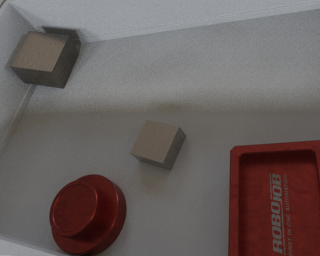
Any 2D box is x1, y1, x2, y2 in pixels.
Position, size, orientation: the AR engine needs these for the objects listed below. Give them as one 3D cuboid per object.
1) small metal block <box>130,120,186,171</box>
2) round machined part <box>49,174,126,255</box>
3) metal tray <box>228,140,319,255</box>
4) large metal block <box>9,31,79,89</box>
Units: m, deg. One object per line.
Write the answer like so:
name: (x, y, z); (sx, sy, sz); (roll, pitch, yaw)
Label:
small metal block: (-0.002, 0.021, 0.393); (0.050, 0.025, 0.050); (13, 68, 33)
round machined part: (-0.094, 0.103, 0.380); (0.098, 0.042, 0.098); (-13, 56, 20)
metal tray: (0.114, 0.079, 0.293); (0.090, 0.030, 0.130); (-6, 59, 24)
large metal block: (-0.204, -0.123, 0.555); (0.080, 0.050, 0.080); (9, 65, 12)
